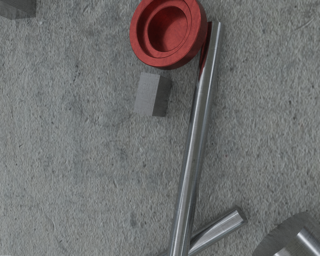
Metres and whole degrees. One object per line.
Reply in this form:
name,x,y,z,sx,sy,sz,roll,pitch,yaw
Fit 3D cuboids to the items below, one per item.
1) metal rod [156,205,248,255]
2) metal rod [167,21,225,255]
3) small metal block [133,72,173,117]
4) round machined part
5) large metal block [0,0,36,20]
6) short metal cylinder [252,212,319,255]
metal rod,-0.015,0.192,0.413,0.300,0.025,0.025,-38,78,15
metal rod,0.044,0.020,0.378,0.025,0.025,0.298,9,88,19
small metal block,-0.008,-0.041,0.398,0.025,0.050,0.050,13,94,19
round machined part,0.014,-0.121,0.388,0.098,0.042,0.097,-1,88,30
large metal block,-0.233,-0.216,0.460,0.050,0.080,0.079,1,91,20
short metal cylinder,0.145,0.135,0.329,0.080,0.080,0.050,-45,76,14
